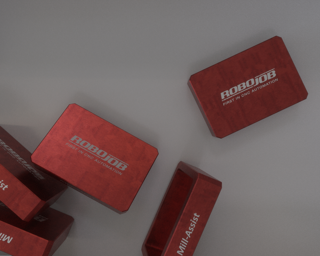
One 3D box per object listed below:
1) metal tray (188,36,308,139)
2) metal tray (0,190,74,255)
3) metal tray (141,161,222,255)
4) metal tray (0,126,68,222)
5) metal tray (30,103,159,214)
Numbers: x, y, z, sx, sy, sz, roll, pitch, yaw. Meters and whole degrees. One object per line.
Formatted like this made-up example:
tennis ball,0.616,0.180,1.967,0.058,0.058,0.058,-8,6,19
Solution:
metal tray,0.114,-0.052,0.410,0.131,0.030,0.090,-25,90,0
metal tray,-0.181,0.111,0.377,0.131,0.090,0.030,23,90,0
metal tray,0.022,0.111,0.375,0.030,0.090,0.129,24,89,-11
metal tray,-0.182,0.048,0.377,0.130,0.090,0.030,42,91,0
metal tray,-0.079,0.038,0.391,0.130,0.030,0.090,29,66,0
